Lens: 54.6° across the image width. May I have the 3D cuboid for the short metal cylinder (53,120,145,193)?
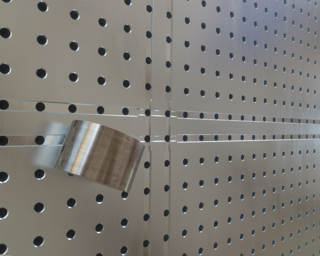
[{"bbox_3d":[-0.062,0.031,0.321,0.080,0.080,0.050,29,72,-36],"label":"short metal cylinder"}]
